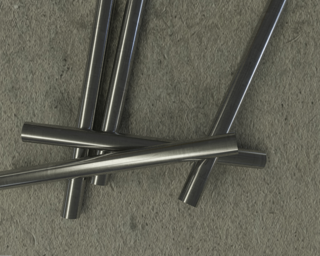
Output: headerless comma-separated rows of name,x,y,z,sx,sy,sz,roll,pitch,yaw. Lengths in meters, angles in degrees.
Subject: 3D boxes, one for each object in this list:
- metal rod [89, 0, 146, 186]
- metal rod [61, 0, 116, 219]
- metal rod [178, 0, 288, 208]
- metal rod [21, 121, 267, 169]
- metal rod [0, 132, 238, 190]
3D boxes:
metal rod,-0.051,-0.073,0.409,0.025,0.025,0.298,12,90,0
metal rod,-0.094,-0.031,0.409,0.025,0.025,0.298,9,90,0
metal rod,0.096,-0.045,0.388,0.025,0.025,0.299,26,81,0
metal rod,-0.013,0.023,0.390,0.302,0.025,0.025,7,90,-8
metal rod,-0.061,0.042,0.373,0.301,0.025,0.025,-10,90,11
